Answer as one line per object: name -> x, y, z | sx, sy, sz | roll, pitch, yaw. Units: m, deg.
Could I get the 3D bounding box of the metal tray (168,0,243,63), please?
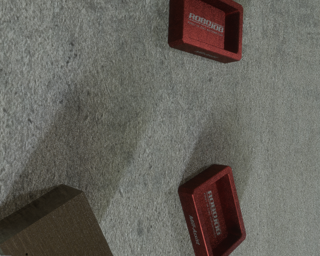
metal tray -> 0.072, -0.154, 0.460 | 0.131, 0.030, 0.089 | 4, 88, -40

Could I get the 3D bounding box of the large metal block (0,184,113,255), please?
large metal block -> -0.104, 0.113, 0.301 | 0.081, 0.050, 0.080 | -31, 110, -36

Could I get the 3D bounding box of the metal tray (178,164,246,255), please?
metal tray -> 0.082, 0.131, 0.470 | 0.091, 0.030, 0.129 | -25, 106, -37
